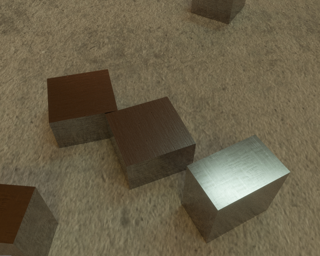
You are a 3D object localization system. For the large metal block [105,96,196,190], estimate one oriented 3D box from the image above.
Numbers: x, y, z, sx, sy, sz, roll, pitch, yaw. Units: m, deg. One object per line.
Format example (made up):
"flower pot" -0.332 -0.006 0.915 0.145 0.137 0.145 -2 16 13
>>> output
"large metal block" -0.013 0.016 0.373 0.081 0.050 0.080 -17 52 -15

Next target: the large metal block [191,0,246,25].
"large metal block" 0.117 -0.254 0.602 0.080 0.050 0.080 25 54 19

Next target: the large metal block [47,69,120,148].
"large metal block" -0.100 -0.027 0.409 0.081 0.050 0.080 -11 51 -10

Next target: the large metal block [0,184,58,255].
"large metal block" -0.151 0.093 0.287 0.080 0.080 0.050 4 50 3

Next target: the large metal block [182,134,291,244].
"large metal block" 0.072 0.063 0.316 0.081 0.080 0.050 -22 54 -18
